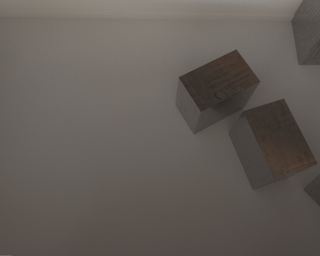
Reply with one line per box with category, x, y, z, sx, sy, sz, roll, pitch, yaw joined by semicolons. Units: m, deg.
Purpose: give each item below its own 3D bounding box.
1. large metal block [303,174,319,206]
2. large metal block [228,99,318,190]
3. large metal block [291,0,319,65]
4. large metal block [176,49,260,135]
large metal block;0.227;0.080;0.353;0.050;0.080;0.080;-37;74;-12
large metal block;0.129;0.023;0.373;0.050;0.080;0.080;-17;71;-6
large metal block;0.231;-0.144;0.434;0.050;0.080;0.080;1;70;0
large metal block;0.069;-0.043;0.396;0.080;0.080;0.050;-27;73;-9
